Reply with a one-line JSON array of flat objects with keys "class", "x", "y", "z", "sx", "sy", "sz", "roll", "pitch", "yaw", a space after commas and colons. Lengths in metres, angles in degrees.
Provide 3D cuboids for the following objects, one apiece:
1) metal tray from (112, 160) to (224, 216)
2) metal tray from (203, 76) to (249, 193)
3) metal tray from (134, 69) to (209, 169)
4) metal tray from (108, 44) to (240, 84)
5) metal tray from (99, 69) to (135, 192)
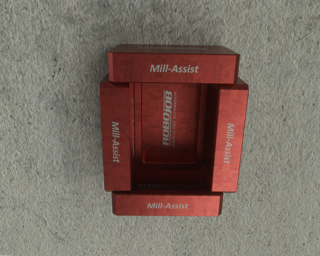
[{"class": "metal tray", "x": 0.009, "y": 0.075, "z": 0.404, "sx": 0.131, "sy": 0.090, "sz": 0.030, "roll": 1, "pitch": 110, "yaw": -1}, {"class": "metal tray", "x": 0.075, "y": 0.001, "z": 0.377, "sx": 0.030, "sy": 0.090, "sz": 0.129, "roll": 1, "pitch": 110, "yaw": -1}, {"class": "metal tray", "x": 0.013, "y": -0.010, "z": 0.405, "sx": 0.091, "sy": 0.030, "sz": 0.129, "roll": 1, "pitch": 110, "yaw": -1}, {"class": "metal tray", "x": 0.014, "y": -0.074, "z": 0.349, "sx": 0.131, "sy": 0.090, "sz": 0.030, "roll": 1, "pitch": 110, "yaw": -1}, {"class": "metal tray", "x": -0.048, "y": 0.000, "z": 0.375, "sx": 0.030, "sy": 0.090, "sz": 0.129, "roll": 1, "pitch": 110, "yaw": -1}]
